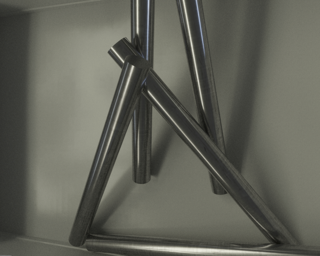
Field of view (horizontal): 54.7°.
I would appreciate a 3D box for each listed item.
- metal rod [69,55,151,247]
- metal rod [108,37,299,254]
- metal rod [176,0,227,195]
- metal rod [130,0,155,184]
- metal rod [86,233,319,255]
[{"bbox_3d":[-0.071,0.051,0.372,0.025,0.025,0.298,36,126,16],"label":"metal rod"},{"bbox_3d":[0.053,0.027,0.339,0.025,0.025,0.300,-39,98,16],"label":"metal rod"},{"bbox_3d":[0.044,-0.059,0.329,0.025,0.025,0.298,-5,114,20],"label":"metal rod"},{"bbox_3d":[-0.020,-0.063,0.352,0.025,0.025,0.298,13,120,19],"label":"metal rod"},{"bbox_3d":[0.036,0.149,0.381,0.300,0.025,0.025,-6,88,26],"label":"metal rod"}]
